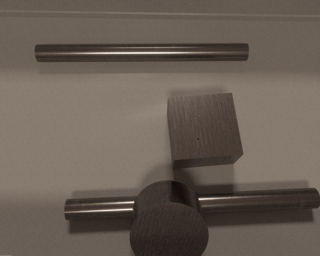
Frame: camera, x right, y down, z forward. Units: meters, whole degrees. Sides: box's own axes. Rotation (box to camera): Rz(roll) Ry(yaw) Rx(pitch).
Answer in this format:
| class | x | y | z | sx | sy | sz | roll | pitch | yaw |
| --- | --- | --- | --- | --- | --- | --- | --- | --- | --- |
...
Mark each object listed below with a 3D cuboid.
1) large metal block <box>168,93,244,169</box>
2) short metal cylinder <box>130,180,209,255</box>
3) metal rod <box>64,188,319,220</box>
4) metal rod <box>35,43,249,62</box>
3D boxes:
| class | x | y | z | sx | sy | sz | roll | pitch | yaw |
| --- | --- | --- | --- | --- | --- | --- | --- | --- | --- |
| large metal block | 0.053 | 0.005 | 0.395 | 0.081 | 0.050 | 0.080 | -5 | 70 | -2 |
| short metal cylinder | 0.009 | 0.105 | 0.339 | 0.081 | 0.050 | 0.079 | -1 | 105 | -2 |
| metal rod | 0.040 | 0.092 | 0.376 | 0.302 | 0.025 | 0.025 | -2 | 70 | -2 |
| metal rod | -0.025 | -0.109 | 0.449 | 0.302 | 0.025 | 0.025 | -1 | 70 | -1 |
